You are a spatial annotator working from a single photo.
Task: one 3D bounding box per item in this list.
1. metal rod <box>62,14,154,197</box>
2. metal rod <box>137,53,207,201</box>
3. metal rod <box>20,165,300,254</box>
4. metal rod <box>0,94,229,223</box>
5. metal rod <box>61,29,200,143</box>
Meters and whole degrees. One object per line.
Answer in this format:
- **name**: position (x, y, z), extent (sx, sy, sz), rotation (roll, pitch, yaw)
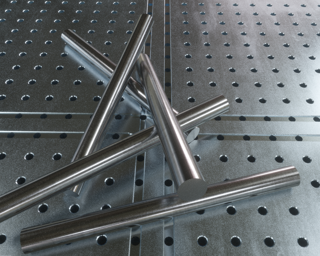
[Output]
- **metal rod**: position (-0.062, -0.051, 0.422), extent (0.025, 0.025, 0.300), rotation (13, 59, 10)
- **metal rod**: position (-0.001, -0.029, 0.374), extent (0.025, 0.025, 0.300), rotation (-8, 33, -7)
- **metal rod**: position (0.010, 0.085, 0.336), extent (0.302, 0.025, 0.025), rotation (-11, 51, -10)
- **metal rod**: position (-0.047, 0.028, 0.349), extent (0.302, 0.025, 0.025), rotation (-25, 55, -20)
- **metal rod**: position (-0.059, -0.075, 0.470), extent (0.025, 0.025, 0.300), rotation (-35, 59, -26)
